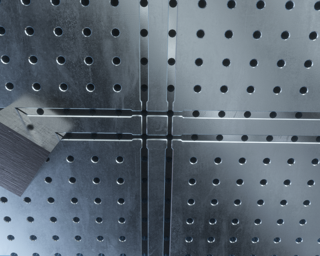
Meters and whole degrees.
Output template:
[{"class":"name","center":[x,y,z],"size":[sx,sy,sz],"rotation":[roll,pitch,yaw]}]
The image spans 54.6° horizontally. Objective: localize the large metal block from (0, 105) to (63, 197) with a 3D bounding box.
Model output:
[{"class":"large metal block","center":[-0.192,0.030,0.410],"size":[0.080,0.050,0.080],"rotation":[34,106,-12]}]
